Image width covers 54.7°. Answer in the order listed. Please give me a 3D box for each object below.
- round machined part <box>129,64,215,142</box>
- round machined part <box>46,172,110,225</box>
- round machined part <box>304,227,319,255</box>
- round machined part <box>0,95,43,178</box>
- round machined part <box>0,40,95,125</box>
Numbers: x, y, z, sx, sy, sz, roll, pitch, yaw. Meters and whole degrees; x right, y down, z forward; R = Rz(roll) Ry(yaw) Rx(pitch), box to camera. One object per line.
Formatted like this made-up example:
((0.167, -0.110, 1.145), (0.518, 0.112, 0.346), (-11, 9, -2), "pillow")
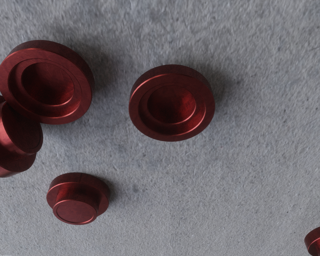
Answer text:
((0.013, -0.033, 0.368), (0.099, 0.042, 0.097), (-1, 130, 0), "round machined part")
((-0.132, 0.119, 0.495), (0.099, 0.042, 0.097), (-1, 130, 0), "round machined part")
((0.336, 0.228, 0.596), (0.099, 0.042, 0.097), (-1, 130, 0), "round machined part")
((-0.176, 0.005, 0.361), (0.042, 0.098, 0.098), (-21, 127, 11), "round machined part")
((-0.123, -0.054, 0.348), (0.099, 0.042, 0.097), (-1, 130, 0), "round machined part")
